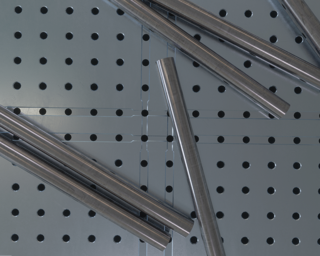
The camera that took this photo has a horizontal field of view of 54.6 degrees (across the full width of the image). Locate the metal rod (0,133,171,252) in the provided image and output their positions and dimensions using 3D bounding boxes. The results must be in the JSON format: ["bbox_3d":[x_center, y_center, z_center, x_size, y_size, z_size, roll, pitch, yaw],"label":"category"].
[{"bbox_3d":[-0.121,0.076,0.412,0.301,0.025,0.025,31,90,0],"label":"metal rod"}]

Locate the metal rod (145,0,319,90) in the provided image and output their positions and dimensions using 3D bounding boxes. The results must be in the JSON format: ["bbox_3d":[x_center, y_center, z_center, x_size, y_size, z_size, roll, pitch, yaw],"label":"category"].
[{"bbox_3d":[0.094,-0.127,0.413,0.301,0.025,0.025,27,90,0],"label":"metal rod"}]

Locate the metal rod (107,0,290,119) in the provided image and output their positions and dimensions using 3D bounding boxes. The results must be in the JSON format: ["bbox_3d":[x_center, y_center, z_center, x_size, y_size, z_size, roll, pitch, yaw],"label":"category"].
[{"bbox_3d":[0.042,-0.108,0.413,0.301,0.025,0.025,35,90,0],"label":"metal rod"}]

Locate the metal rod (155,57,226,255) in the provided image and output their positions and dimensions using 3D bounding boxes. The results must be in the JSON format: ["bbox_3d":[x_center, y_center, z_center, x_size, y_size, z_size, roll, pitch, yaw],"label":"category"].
[{"bbox_3d":[0.044,0.054,0.413,0.025,0.025,0.299,-15,90,0],"label":"metal rod"}]

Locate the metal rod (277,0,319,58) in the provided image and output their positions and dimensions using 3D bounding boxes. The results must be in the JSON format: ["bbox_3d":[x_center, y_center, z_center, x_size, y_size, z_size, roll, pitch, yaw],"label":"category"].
[{"bbox_3d":[0.190,-0.149,0.414,0.025,0.025,0.300,-36,90,0],"label":"metal rod"}]

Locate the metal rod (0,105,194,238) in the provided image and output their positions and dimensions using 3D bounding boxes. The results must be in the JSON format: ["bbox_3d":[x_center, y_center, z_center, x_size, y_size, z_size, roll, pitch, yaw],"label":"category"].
[{"bbox_3d":[-0.090,0.057,0.412,0.301,0.025,0.025,31,90,0],"label":"metal rod"}]
